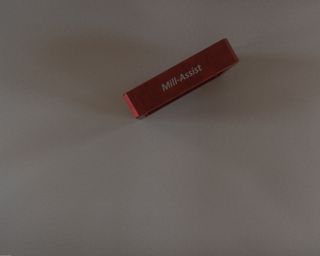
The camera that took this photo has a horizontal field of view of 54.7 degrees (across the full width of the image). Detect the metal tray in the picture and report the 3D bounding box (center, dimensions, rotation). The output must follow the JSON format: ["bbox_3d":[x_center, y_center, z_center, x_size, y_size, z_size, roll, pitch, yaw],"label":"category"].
[{"bbox_3d":[0.023,-0.055,0.379,0.130,0.090,0.030,-29,90,0],"label":"metal tray"}]
